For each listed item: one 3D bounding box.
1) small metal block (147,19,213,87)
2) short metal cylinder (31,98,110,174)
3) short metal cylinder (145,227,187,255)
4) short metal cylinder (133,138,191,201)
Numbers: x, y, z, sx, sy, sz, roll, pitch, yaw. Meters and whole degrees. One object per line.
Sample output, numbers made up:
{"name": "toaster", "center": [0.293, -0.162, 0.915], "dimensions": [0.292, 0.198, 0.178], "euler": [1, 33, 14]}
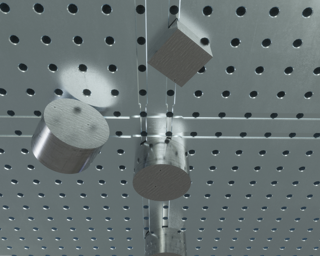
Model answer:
{"name": "small metal block", "center": [0.021, -0.081, 0.343], "dimensions": [0.050, 0.025, 0.050], "euler": [32, 123, -25]}
{"name": "short metal cylinder", "center": [-0.110, 0.009, 0.382], "dimensions": [0.080, 0.080, 0.050], "euler": [25, 126, -20]}
{"name": "short metal cylinder", "center": [0.011, 0.236, 0.596], "dimensions": [0.081, 0.050, 0.079], "euler": [0, 130, 0]}
{"name": "short metal cylinder", "center": [0.003, 0.061, 0.447], "dimensions": [0.081, 0.050, 0.079], "euler": [0, 130, 0]}
